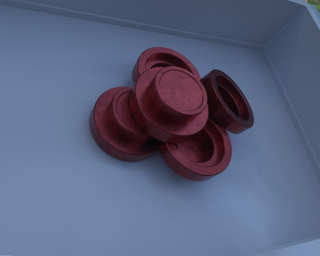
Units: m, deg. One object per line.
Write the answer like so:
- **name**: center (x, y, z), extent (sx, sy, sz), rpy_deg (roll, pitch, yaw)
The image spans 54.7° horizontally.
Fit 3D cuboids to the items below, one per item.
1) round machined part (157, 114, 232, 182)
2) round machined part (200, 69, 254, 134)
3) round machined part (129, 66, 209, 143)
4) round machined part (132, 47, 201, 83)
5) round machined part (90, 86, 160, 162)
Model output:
- **round machined part**: center (0.040, 0.023, 0.402), extent (0.099, 0.042, 0.098), rpy_deg (14, 56, -21)
- **round machined part**: center (0.089, -0.033, 0.449), extent (0.098, 0.042, 0.098), rpy_deg (32, 39, -31)
- **round machined part**: center (0.017, -0.034, 0.368), extent (0.099, 0.042, 0.098), rpy_deg (14, 56, -21)
- **round machined part**: center (0.007, -0.063, 0.436), extent (0.099, 0.042, 0.098), rpy_deg (14, 56, -21)
- **round machined part**: center (-0.033, -0.012, 0.381), extent (0.099, 0.042, 0.098), rpy_deg (14, 56, -21)
